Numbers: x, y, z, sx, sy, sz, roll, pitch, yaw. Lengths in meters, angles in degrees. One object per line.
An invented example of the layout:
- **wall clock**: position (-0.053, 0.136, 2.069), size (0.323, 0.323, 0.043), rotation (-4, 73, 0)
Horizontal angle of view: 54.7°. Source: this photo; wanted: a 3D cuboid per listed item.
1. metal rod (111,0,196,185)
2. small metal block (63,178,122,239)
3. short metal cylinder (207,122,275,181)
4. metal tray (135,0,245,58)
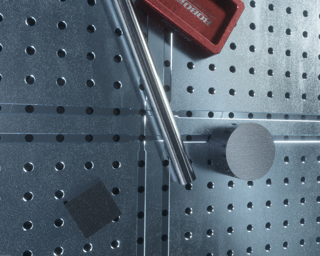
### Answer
- **metal rod**: position (-0.013, -0.066, 0.408), size (0.025, 0.025, 0.298), rotation (-23, 98, -19)
- **small metal block**: position (-0.083, 0.098, 0.383), size (0.050, 0.025, 0.050), rotation (-32, 101, -18)
- **short metal cylinder**: position (0.116, 0.032, 0.444), size (0.081, 0.050, 0.079), rotation (0, 90, -21)
- **metal tray**: position (0.044, -0.170, 0.427), size (0.130, 0.030, 0.090), rotation (32, 79, -18)
